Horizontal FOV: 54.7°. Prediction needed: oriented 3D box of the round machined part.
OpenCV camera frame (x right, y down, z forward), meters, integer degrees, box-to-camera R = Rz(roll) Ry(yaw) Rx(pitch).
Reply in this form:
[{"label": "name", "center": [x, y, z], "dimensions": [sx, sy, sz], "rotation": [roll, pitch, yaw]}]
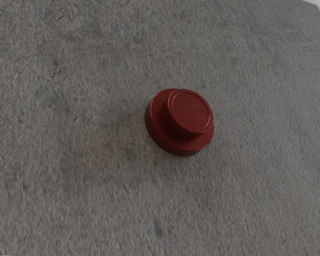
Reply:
[{"label": "round machined part", "center": [0.032, -0.014, 0.421], "dimensions": [0.099, 0.042, 0.098], "rotation": [14, 56, -21]}]
